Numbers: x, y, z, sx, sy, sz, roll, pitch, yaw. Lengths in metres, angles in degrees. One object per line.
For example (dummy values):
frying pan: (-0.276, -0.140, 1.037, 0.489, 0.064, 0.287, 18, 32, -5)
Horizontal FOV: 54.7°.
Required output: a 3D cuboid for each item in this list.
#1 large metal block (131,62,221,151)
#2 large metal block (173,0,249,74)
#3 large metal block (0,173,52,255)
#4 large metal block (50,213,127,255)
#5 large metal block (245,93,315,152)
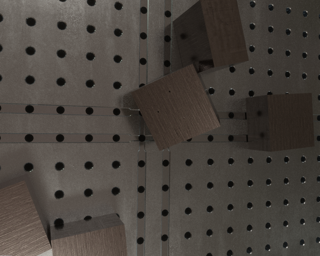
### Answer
large metal block: (0.022, -0.028, 0.390, 0.080, 0.050, 0.080, -23, 100, 13)
large metal block: (0.064, -0.116, 0.408, 0.050, 0.080, 0.080, -15, 95, -20)
large metal block: (-0.172, 0.105, 0.336, 0.081, 0.050, 0.080, -21, 97, -19)
large metal block: (-0.084, 0.155, 0.369, 0.081, 0.050, 0.079, -7, 92, -20)
large metal block: (0.181, -0.009, 0.468, 0.081, 0.050, 0.079, -4, 92, -20)
